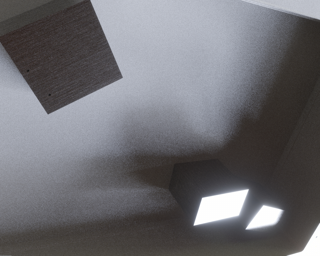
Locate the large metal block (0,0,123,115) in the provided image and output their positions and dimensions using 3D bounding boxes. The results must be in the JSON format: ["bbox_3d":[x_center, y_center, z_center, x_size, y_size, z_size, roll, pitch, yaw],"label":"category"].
[{"bbox_3d":[-0.093,-0.073,0.296,0.080,0.050,0.080,-29,128,-10],"label":"large metal block"}]

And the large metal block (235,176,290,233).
[{"bbox_3d":[0.163,0.134,0.545,0.080,0.080,0.050,20,108,-36],"label":"large metal block"}]

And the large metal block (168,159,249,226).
[{"bbox_3d":[0.070,0.093,0.469,0.081,0.080,0.050,-3,120,-27],"label":"large metal block"}]
